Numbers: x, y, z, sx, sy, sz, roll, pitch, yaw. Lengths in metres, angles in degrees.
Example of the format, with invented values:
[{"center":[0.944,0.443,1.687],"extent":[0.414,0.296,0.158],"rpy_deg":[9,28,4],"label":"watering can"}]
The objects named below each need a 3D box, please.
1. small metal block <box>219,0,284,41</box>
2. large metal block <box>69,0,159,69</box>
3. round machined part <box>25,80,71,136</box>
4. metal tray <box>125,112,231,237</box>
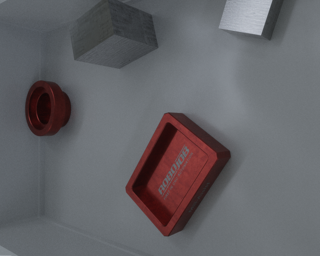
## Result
[{"center":[0.096,-0.124,0.326],"extent":[0.050,0.025,0.050],"rpy_deg":[25,105,37],"label":"small metal block"},{"center":[-0.062,-0.124,0.420],"extent":[0.080,0.081,0.050],"rpy_deg":[-18,79,38],"label":"large metal block"},{"center":[-0.197,-0.034,0.555],"extent":[0.098,0.042,0.097],"rpy_deg":[0,90,39],"label":"round machined part"},{"center":[0.017,0.057,0.387],"extent":[0.090,0.030,0.129],"rpy_deg":[42,115,31],"label":"metal tray"}]
